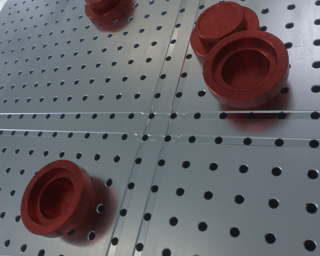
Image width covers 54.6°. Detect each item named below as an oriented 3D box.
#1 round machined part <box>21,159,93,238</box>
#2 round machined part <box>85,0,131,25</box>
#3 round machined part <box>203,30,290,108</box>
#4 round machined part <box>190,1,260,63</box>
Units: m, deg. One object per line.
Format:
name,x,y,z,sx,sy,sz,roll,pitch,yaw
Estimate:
round machined part,-0.130,0.094,0.409,0.098,0.042,0.098,-13,56,21
round machined part,-0.108,-0.255,0.612,0.098,0.042,0.098,-13,56,21
round machined part,0.106,-0.067,0.380,0.098,0.042,0.098,-10,63,20
round machined part,0.088,-0.138,0.436,0.098,0.042,0.098,-13,56,21
